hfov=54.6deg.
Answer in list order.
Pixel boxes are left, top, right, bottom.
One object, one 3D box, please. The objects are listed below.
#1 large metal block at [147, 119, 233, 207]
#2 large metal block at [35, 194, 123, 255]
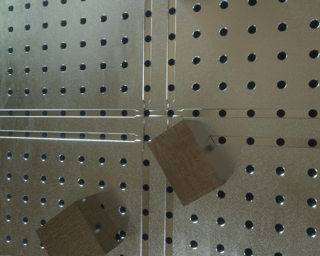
[{"bbox_3d":[0.039,0.037,0.370,0.050,0.080,0.080,-34,79,17],"label":"large metal block"},{"bbox_3d":[-0.114,0.154,0.440,0.080,0.050,0.080,-37,78,16],"label":"large metal block"}]
